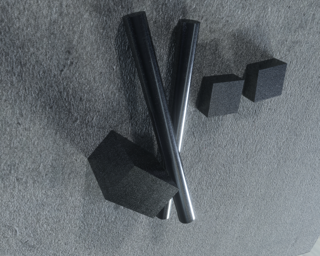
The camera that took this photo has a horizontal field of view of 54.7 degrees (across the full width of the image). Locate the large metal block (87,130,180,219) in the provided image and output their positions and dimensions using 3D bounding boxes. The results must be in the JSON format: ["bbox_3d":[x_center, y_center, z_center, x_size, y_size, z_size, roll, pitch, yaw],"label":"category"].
[{"bbox_3d":[-0.035,0.058,0.389,0.050,0.080,0.080,-50,129,7],"label":"large metal block"}]

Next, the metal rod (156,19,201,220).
[{"bbox_3d":[0.019,0.008,0.423,0.025,0.025,0.298,-8,122,-25],"label":"metal rod"}]

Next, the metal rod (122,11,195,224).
[{"bbox_3d":[0.006,0.008,0.393,0.025,0.025,0.298,-23,120,-15],"label":"metal rod"}]

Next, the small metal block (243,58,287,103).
[{"bbox_3d":[0.152,-0.069,0.449,0.050,0.025,0.050,-16,125,-20],"label":"small metal block"}]

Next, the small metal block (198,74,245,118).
[{"bbox_3d":[0.084,-0.045,0.427,0.050,0.025,0.050,-10,123,-24],"label":"small metal block"}]
